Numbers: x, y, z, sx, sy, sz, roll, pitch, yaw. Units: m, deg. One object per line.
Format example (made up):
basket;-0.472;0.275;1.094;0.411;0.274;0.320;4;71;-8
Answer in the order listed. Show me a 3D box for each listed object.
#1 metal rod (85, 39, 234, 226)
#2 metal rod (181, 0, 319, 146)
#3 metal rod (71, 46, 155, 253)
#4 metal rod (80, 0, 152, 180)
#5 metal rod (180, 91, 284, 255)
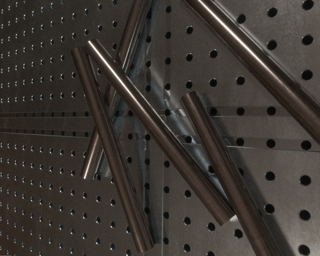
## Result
metal rod;-0.010;-0.008;0.396;0.300;0.025;0.025;52;120;20
metal rod;0.101;-0.071;0.325;0.025;0.025;0.299;-49;61;28
metal rod;-0.069;0.025;0.440;0.025;0.025;0.299;-25;82;37
metal rod;-0.068;-0.057;0.462;0.025;0.025;0.298;32;109;35
metal rod;0.094;0.091;0.330;0.025;0.025;0.299;-37;67;33
